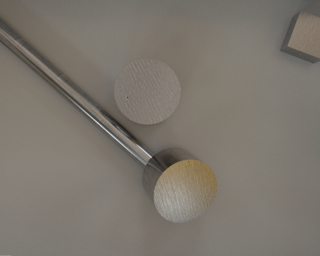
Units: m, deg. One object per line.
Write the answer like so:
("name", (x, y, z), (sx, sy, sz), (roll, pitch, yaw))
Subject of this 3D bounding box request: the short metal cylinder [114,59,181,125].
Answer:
("short metal cylinder", (-0.015, -0.044, 0.399), (0.081, 0.050, 0.079), (0, 90, -1))

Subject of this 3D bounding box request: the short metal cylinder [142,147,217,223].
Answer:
("short metal cylinder", (0.023, 0.069, 0.386), (0.081, 0.050, 0.079), (-4, 104, -18))

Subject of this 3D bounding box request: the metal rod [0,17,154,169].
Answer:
("metal rod", (-0.118, -0.048, 0.409), (0.300, 0.025, 0.025), (42, 90, -1))

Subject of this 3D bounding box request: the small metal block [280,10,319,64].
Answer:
("small metal block", (0.197, -0.121, 0.414), (0.050, 0.025, 0.050), (20, 90, -1))
